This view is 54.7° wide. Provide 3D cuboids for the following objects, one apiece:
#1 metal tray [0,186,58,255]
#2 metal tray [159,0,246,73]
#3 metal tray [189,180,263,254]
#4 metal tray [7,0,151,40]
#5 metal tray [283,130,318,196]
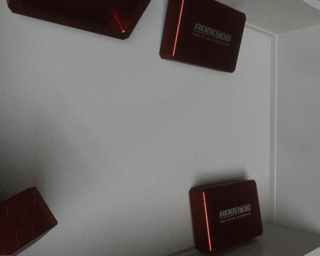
[{"bbox_3d":[-0.133,0.093,0.227,0.091,0.129,0.030,-30,83,-36],"label":"metal tray"},{"bbox_3d":[0.065,-0.133,0.444,0.131,0.030,0.089,2,102,-40],"label":"metal tray"},{"bbox_3d":[0.106,0.132,0.482,0.131,0.030,0.090,1,80,-40],"label":"metal tray"},{"bbox_3d":[-0.071,-0.143,0.304,0.131,0.090,0.030,2,51,-40],"label":"metal tray"},{"bbox_3d":[0.299,0.071,0.656,0.091,0.030,0.129,-2,91,-40],"label":"metal tray"}]
